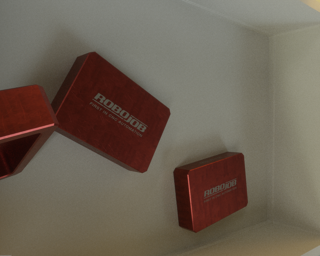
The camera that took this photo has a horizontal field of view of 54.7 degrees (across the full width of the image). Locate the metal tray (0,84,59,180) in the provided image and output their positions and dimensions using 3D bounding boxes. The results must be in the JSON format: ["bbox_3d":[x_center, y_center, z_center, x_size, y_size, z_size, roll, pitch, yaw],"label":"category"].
[{"bbox_3d":[-0.137,0.018,0.221,0.091,0.129,0.030,-19,81,-40],"label":"metal tray"}]

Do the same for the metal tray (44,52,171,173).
[{"bbox_3d":[-0.054,-0.014,0.360,0.130,0.030,0.090,35,68,-35],"label":"metal tray"}]

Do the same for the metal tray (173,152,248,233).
[{"bbox_3d":[0.082,0.093,0.475,0.131,0.030,0.089,-11,97,-40],"label":"metal tray"}]
